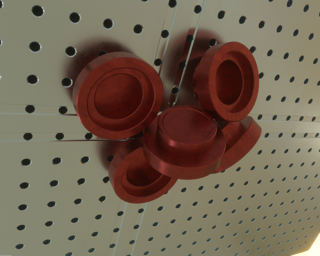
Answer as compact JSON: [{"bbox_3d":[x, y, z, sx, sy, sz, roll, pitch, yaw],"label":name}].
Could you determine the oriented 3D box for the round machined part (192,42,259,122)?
[{"bbox_3d":[0.080,-0.057,0.394,0.099,0.042,0.097,-5,97,-39],"label":"round machined part"}]

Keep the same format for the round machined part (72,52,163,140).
[{"bbox_3d":[-0.049,-0.039,0.351,0.099,0.042,0.097,-14,124,-21],"label":"round machined part"}]

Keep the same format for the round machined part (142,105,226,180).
[{"bbox_3d":[0.029,0.010,0.366,0.099,0.098,0.042,-14,136,-21],"label":"round machined part"}]

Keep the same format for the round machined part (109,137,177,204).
[{"bbox_3d":[-0.022,0.051,0.421,0.099,0.042,0.097,-14,125,-21],"label":"round machined part"}]

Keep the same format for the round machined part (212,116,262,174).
[{"bbox_3d":[0.089,0.015,0.435,0.098,0.098,0.042,-43,97,1],"label":"round machined part"}]
